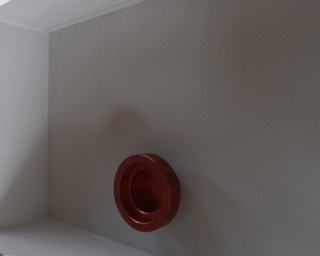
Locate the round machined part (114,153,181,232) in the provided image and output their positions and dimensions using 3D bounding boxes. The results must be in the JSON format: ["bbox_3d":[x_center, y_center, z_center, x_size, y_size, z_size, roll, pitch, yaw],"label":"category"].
[{"bbox_3d":[-0.012,0.082,0.407,0.098,0.042,0.097,0,90,40],"label":"round machined part"}]
